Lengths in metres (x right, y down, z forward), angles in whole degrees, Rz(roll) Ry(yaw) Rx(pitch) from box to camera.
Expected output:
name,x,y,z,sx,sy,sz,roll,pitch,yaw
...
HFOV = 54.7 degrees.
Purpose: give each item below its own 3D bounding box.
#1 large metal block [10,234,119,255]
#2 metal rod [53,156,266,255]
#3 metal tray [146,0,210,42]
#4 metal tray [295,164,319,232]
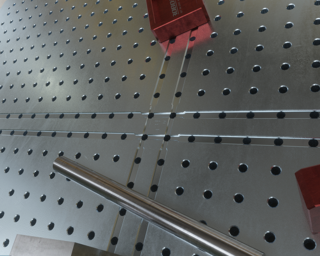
name,x,y,z,sx,sy,sz,roll,pitch,yaw
large metal block,-0.105,0.152,0.335,0.080,0.080,0.050,-3,60,26
metal rod,-0.027,0.089,0.367,0.300,0.025,0.025,17,71,34
metal tray,0.025,-0.213,0.522,0.090,0.030,0.130,-20,54,16
metal tray,0.181,0.046,0.243,0.130,0.090,0.030,-18,55,17
